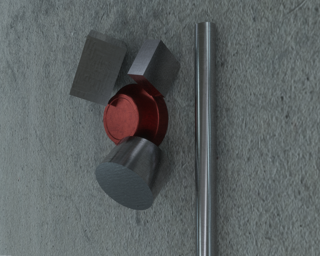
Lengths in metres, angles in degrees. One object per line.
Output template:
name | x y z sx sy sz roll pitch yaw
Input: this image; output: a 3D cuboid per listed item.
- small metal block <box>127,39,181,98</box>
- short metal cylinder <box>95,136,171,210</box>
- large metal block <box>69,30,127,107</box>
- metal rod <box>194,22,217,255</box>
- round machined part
small metal block | -0.006 -0.073 0.381 0.025 0.050 0.050 13 72 39
short metal cylinder | -0.033 0.057 0.389 0.080 0.050 0.079 17 133 19
large metal block | -0.085 -0.086 0.431 0.080 0.050 0.079 -110 41 -66
metal rod | 0.053 0.030 0.359 0.025 0.025 0.298 0 90 39
round machined part | -0.040 -0.012 0.425 0.098 0.042 0.097 0 90 39
